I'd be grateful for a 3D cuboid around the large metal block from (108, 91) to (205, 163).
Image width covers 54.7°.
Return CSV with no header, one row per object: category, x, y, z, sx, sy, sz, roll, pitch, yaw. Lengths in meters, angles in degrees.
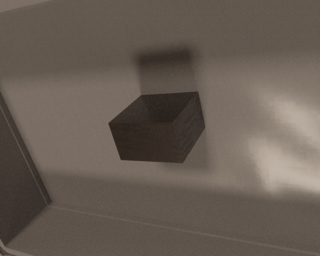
large metal block,0.000,-0.003,0.370,0.080,0.080,0.050,0,118,28
